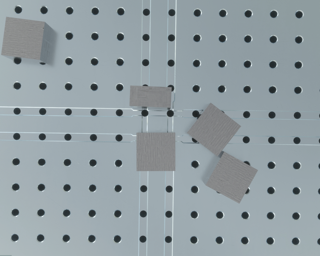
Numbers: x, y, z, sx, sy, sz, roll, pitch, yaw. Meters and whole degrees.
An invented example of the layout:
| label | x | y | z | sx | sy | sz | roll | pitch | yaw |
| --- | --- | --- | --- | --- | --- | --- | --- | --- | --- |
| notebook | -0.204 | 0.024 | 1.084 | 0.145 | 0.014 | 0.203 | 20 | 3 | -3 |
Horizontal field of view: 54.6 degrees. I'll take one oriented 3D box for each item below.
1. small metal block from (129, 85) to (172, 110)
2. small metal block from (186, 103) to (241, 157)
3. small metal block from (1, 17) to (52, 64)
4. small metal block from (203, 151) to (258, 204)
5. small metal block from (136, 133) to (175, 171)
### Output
| label | x | y | z | sx | sy | sz | roll | pitch | yaw |
| --- | --- | --- | --- | --- | --- | --- | --- | --- | --- |
| small metal block | -0.011 | -0.038 | 0.401 | 0.050 | 0.050 | 0.025 | 2 | 90 | 0 |
| small metal block | 0.070 | 0.002 | 0.414 | 0.050 | 0.025 | 0.050 | 38 | 90 | 0 |
| small metal block | -0.177 | -0.116 | 0.412 | 0.050 | 0.025 | 0.050 | 7 | 90 | 0 |
| small metal block | 0.093 | 0.064 | 0.414 | 0.050 | 0.025 | 0.050 | 29 | 90 | 0 |
| small metal block | -0.005 | 0.031 | 0.413 | 0.050 | 0.025 | 0.050 | 0 | 90 | 0 |
